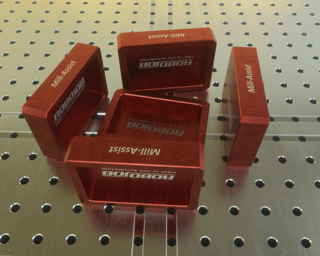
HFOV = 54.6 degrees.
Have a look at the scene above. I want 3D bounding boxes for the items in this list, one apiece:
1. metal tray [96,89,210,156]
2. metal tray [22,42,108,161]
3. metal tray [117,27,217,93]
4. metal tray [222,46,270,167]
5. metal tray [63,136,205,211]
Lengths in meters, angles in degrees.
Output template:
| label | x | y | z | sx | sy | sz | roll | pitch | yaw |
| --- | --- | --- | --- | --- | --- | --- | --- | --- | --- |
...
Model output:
| label | x | y | z | sx | sy | sz | roll | pitch | yaw |
| --- | --- | --- | --- | --- | --- | --- | --- | --- | --- |
| metal tray | -0.005 | -0.003 | 0.406 | 0.131 | 0.030 | 0.090 | 9 | 50 | 7 |
| metal tray | -0.111 | -0.035 | 0.394 | 0.030 | 0.090 | 0.130 | 14 | 51 | 12 |
| metal tray | 0.009 | -0.093 | 0.443 | 0.131 | 0.090 | 0.030 | -5 | 50 | -4 |
| metal tray | 0.103 | -0.029 | 0.390 | 0.030 | 0.090 | 0.130 | 4 | 50 | 3 |
| metal tray | -0.023 | 0.050 | 0.324 | 0.131 | 0.090 | 0.030 | 3 | 50 | 3 |
